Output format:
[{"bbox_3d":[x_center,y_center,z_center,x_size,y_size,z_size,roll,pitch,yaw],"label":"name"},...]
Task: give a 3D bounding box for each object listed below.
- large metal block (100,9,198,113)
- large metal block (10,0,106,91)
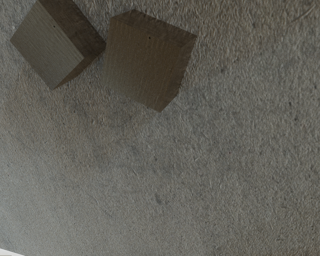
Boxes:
[{"bbox_3d":[-0.015,-0.077,0.351,0.080,0.050,0.079,27,128,11],"label":"large metal block"},{"bbox_3d":[-0.128,-0.107,0.392,0.080,0.050,0.080,-31,102,38],"label":"large metal block"}]
